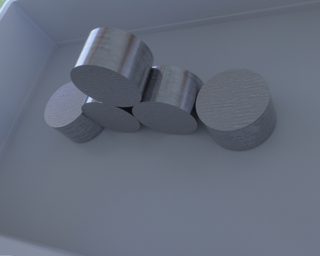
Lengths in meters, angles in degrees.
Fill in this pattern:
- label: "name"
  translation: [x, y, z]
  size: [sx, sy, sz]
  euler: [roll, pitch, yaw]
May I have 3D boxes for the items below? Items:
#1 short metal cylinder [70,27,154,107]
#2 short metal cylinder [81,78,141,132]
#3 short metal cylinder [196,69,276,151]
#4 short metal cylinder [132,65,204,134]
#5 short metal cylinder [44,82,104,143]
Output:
- label: "short metal cylinder"
  translation: [-0.052, -0.066, 0.348]
  size: [0.080, 0.080, 0.050]
  euler: [2, 63, 29]
- label: "short metal cylinder"
  translation: [-0.059, -0.035, 0.420]
  size: [0.080, 0.080, 0.050]
  euler: [2, 63, 29]
- label: "short metal cylinder"
  translation: [0.087, -0.021, 0.354]
  size: [0.080, 0.050, 0.080]
  euler: [-13, 56, 21]
- label: "short metal cylinder"
  translation: [0.012, -0.032, 0.382]
  size: [0.080, 0.080, 0.050]
  euler: [2, 63, 29]
- label: "short metal cylinder"
  translation: [-0.125, -0.024, 0.468]
  size: [0.080, 0.050, 0.080]
  euler: [-13, 56, 21]
